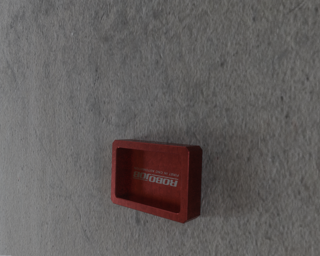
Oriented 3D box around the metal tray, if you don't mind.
[{"bbox_3d":[-0.009,0.064,0.406,0.130,0.030,0.089,3,92,39],"label":"metal tray"}]
